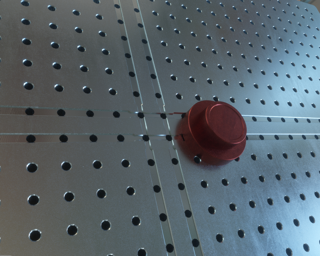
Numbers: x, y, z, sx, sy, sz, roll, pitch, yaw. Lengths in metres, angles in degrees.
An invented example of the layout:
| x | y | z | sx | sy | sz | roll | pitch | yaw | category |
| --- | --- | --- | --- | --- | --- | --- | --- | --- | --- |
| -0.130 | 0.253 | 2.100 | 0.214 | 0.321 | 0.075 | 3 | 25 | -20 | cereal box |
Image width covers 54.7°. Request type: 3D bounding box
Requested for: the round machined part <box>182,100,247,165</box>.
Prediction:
| x | y | z | sx | sy | sz | roll | pitch | yaw | category |
| --- | --- | --- | --- | --- | --- | --- | --- | --- | --- |
| 0.084 | 0.001 | 0.444 | 0.099 | 0.042 | 0.098 | 14 | 56 | -21 | round machined part |
